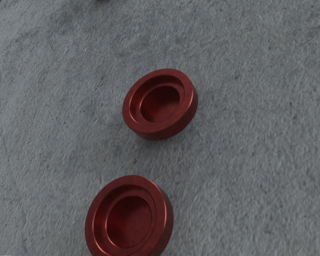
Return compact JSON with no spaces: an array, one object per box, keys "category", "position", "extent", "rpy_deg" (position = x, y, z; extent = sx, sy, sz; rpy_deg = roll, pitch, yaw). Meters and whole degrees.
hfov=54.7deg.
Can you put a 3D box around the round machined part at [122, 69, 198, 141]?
[{"category":"round machined part","position":[0.004,-0.026,0.406],"extent":[0.098,0.042,0.098],"rpy_deg":[-13,56,20]}]

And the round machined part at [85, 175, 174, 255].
[{"category":"round machined part","position":[-0.030,0.106,0.343],"extent":[0.098,0.042,0.098],"rpy_deg":[-13,56,20]}]
